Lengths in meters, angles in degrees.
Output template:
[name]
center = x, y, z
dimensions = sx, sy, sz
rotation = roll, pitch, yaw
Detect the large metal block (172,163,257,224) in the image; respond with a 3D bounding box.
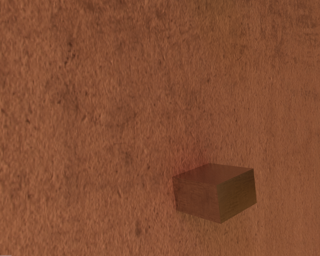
[large metal block]
center = 0.076, 0.087, 0.436
dimensions = 0.081, 0.080, 0.050
rotation = -13, 99, -40
